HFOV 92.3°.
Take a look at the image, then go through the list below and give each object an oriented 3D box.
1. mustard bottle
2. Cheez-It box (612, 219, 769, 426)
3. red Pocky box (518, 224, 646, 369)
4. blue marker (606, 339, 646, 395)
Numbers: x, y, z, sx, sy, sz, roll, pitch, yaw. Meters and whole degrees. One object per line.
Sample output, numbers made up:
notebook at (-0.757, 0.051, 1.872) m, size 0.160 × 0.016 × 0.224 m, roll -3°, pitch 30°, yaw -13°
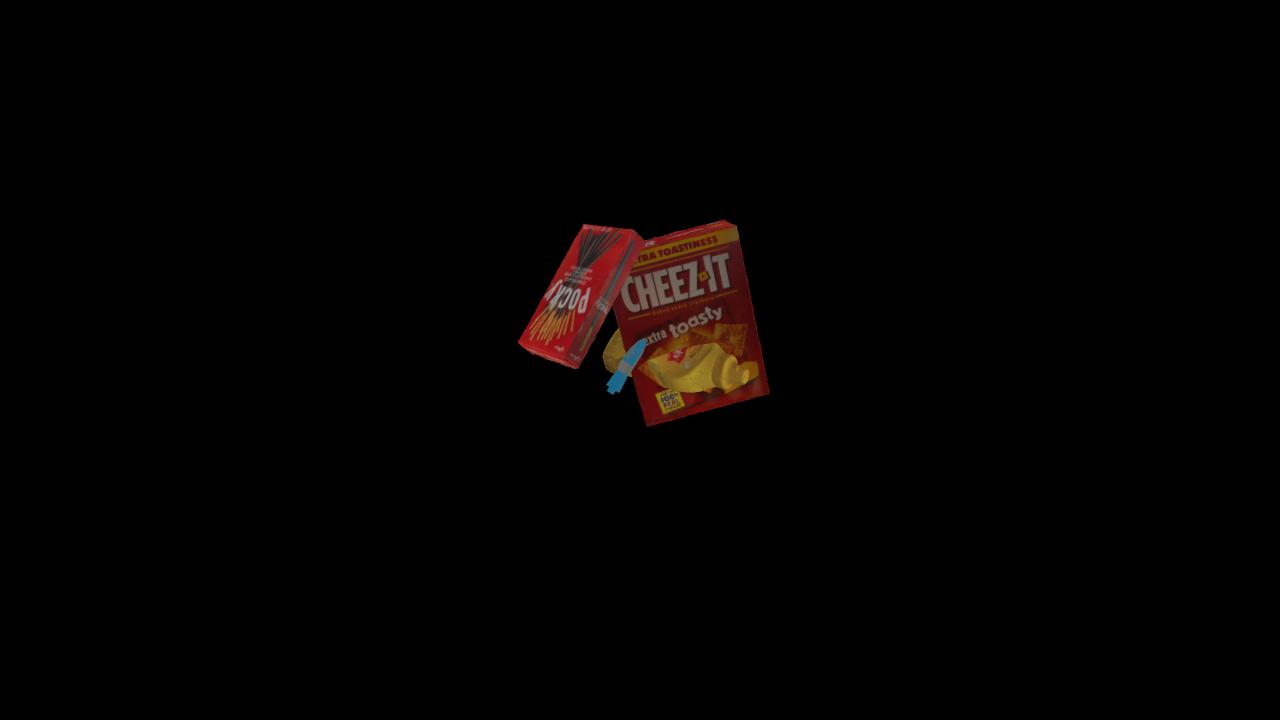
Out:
mustard bottle at (0.051, -0.001, 0.763) m, size 0.184 × 0.054 × 0.092 m, roll 16°, pitch 42°, yaw 32°
Cheez-It box at (0.058, -0.045, 0.767) m, size 0.166 × 0.223 × 0.071 m, roll -15°, pitch 18°, yaw 0°
red Pocky box at (-0.062, -0.071, 0.644) m, size 0.083 × 0.155 × 0.028 m, roll 17°, pitch -14°, yaw 42°
blue marker at (-0.004, -0.011, 0.744) m, size 0.020 × 0.121 × 0.020 m, roll 32°, pitch -4°, yaw 2°
